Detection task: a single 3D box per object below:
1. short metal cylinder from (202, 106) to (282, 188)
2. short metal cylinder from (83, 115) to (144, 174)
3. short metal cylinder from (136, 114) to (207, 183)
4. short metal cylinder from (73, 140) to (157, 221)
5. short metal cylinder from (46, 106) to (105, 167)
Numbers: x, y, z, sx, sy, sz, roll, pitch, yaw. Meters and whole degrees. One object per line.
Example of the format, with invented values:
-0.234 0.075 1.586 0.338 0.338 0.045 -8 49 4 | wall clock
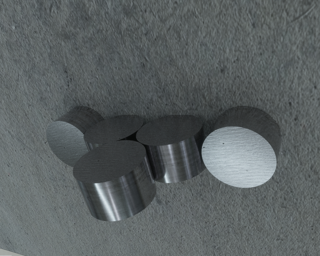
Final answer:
0.094 0.021 0.355 0.080 0.050 0.079 13 124 20 | short metal cylinder
-0.055 0.022 0.415 0.080 0.080 0.050 0 119 28 | short metal cylinder
0.016 0.023 0.379 0.080 0.080 0.050 0 118 28 | short metal cylinder
-0.049 0.056 0.343 0.080 0.080 0.050 1 120 28 | short metal cylinder
-0.120 0.013 0.464 0.080 0.050 0.079 13 124 20 | short metal cylinder
